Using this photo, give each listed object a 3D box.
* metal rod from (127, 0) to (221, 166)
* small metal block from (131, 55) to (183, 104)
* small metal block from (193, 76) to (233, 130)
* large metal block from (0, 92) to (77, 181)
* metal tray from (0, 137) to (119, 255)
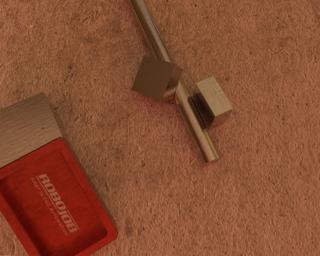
[{"bbox_3d":[0.010,-0.087,0.440,0.025,0.025,0.299,-21,72,-8],"label":"metal rod"},{"bbox_3d":[-0.004,-0.065,0.415,0.050,0.025,0.050,22,94,28],"label":"small metal block"},{"bbox_3d":[0.067,-0.032,0.407,0.025,0.050,0.050,-24,72,-9],"label":"small metal block"},{"bbox_3d":[-0.162,0.014,0.388,0.080,0.050,0.080,-26,72,-9],"label":"large metal block"},{"bbox_3d":[-0.116,0.086,0.344,0.090,0.030,0.130,-29,98,-10],"label":"metal tray"}]
